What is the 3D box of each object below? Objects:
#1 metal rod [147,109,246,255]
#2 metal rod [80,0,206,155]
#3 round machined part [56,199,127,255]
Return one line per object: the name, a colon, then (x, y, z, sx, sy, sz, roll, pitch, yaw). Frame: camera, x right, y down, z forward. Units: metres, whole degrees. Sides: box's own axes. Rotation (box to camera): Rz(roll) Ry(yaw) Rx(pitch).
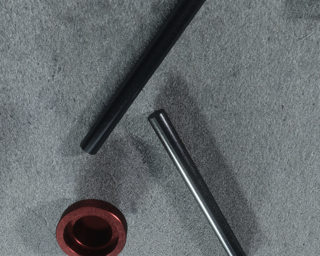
metal rod: (0.066, 0.105, 0.449, 0.025, 0.025, 0.299, -27, 108, 9)
metal rod: (-0.009, -0.086, 0.377, 0.025, 0.025, 0.299, 34, 106, -12)
round machined part: (-0.097, 0.145, 0.453, 0.099, 0.042, 0.097, 0, 110, -1)
